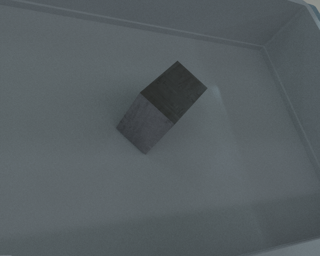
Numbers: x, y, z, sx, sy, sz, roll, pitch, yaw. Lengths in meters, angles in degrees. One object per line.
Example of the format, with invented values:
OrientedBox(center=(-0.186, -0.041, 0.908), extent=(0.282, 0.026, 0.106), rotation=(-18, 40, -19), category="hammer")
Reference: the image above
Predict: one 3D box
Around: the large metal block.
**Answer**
OrientedBox(center=(0.002, -0.024, 0.384), extent=(0.050, 0.080, 0.080), rotation=(43, 51, 1), category="large metal block")
